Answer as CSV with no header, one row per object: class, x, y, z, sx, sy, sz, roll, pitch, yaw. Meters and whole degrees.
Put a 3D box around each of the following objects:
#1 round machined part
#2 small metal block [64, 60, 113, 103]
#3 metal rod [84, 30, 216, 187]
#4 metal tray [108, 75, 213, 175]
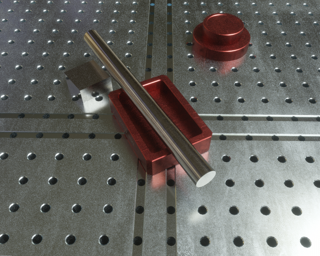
round machined part,0.106,-0.162,0.533,0.099,0.042,0.098,0,50,0
small metal block,-0.108,-0.071,0.467,0.050,0.025,0.050,-31,57,-23
metal rod,-0.030,-0.045,0.405,0.025,0.025,0.300,-25,54,-20
metal tray,-0.003,-0.011,0.412,0.091,0.030,0.130,-21,53,-17
